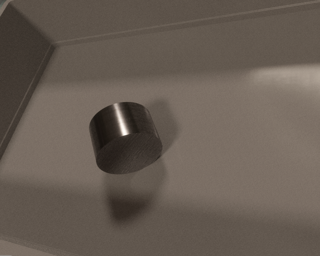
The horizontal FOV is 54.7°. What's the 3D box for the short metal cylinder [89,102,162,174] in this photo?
[{"bbox_3d":[-0.043,0.014,0.383,0.080,0.080,0.050,-29,52,9],"label":"short metal cylinder"}]
